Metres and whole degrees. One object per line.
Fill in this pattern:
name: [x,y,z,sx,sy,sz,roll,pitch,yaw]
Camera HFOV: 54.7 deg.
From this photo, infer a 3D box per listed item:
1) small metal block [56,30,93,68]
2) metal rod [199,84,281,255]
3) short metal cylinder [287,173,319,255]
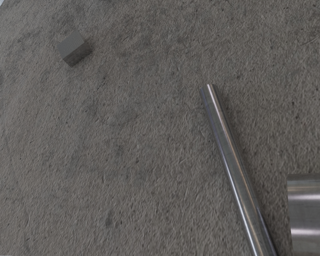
small metal block: [-0.160,-0.149,0.580,0.050,0.025,0.050,-36,51,4]
metal rod: [0.087,0.072,0.313,0.025,0.025,0.299,-22,53,15]
short metal cylinder: [0.135,0.076,0.251,0.050,0.080,0.080,-7,59,25]
